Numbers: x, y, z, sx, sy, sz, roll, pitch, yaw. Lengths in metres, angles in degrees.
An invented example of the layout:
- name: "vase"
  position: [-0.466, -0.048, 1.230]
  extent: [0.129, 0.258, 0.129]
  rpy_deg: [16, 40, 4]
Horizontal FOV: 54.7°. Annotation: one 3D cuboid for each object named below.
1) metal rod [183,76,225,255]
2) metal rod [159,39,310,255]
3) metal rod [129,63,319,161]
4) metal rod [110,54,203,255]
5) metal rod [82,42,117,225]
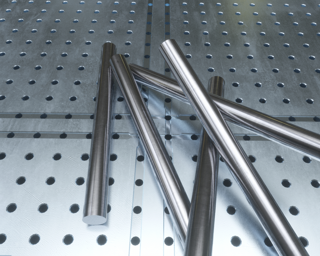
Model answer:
- name: "metal rod"
  position: [0.056, 0.033, 0.359]
  extent: [0.025, 0.025, 0.300]
  rpy_deg: [9, 44, 7]
- name: "metal rod"
  position: [0.074, 0.017, 0.347]
  extent: [0.025, 0.025, 0.299]
  rpy_deg: [-21, 68, -17]
- name: "metal rod"
  position: [0.061, -0.033, 0.393]
  extent: [0.300, 0.025, 0.025]
  rpy_deg: [28, 54, 37]
- name: "metal rod"
  position: [-0.012, 0.011, 0.386]
  extent: [0.025, 0.025, 0.299]
  rpy_deg: [-16, 55, -13]
- name: "metal rod"
  position: [-0.077, -0.018, 0.421]
  extent: [0.025, 0.025, 0.300]
  rpy_deg: [-2, 50, -2]
